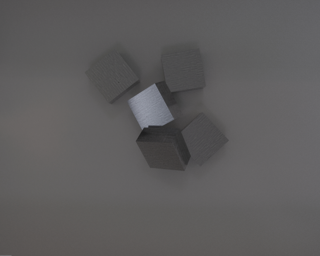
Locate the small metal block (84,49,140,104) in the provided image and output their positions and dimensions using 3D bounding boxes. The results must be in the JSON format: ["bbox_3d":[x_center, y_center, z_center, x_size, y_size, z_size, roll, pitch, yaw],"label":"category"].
[{"bbox_3d":[-0.062,-0.067,0.411,0.050,0.025,0.050,-38,90,0],"label":"small metal block"}]

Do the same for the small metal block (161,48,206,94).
[{"bbox_3d":[0.030,-0.074,0.411,0.050,0.025,0.050,-10,90,0],"label":"small metal block"}]

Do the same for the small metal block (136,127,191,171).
[{"bbox_3d":[0.005,0.026,0.389,0.050,0.025,0.050,1,134,30],"label":"small metal block"}]

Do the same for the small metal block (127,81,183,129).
[{"bbox_3d":[-0.007,-0.026,0.399,0.050,0.025,0.050,-28,90,33],"label":"small metal block"}]

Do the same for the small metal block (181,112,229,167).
[{"bbox_3d":[0.054,0.015,0.412,0.050,0.025,0.050,-43,90,0],"label":"small metal block"}]
